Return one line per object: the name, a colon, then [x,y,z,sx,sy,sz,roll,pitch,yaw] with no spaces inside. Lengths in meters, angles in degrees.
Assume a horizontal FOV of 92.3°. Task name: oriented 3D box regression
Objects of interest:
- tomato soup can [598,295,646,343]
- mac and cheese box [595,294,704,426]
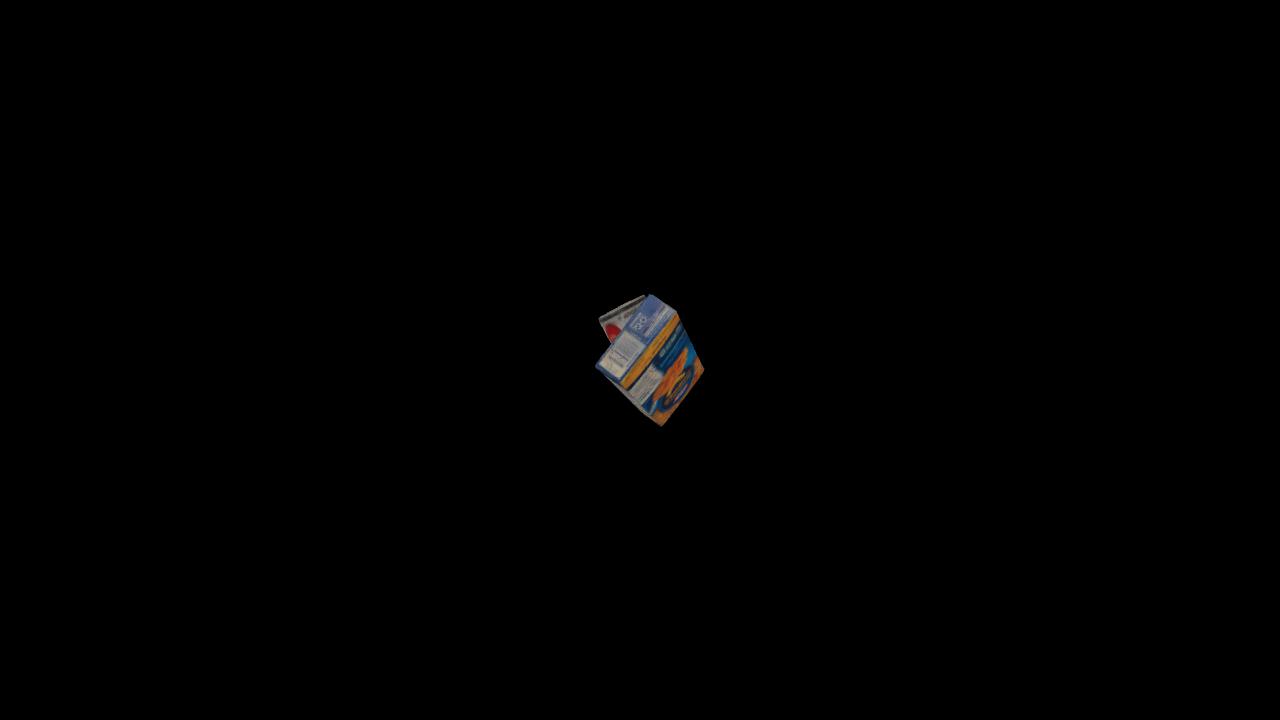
tomato soup can: [0.000,-0.023,0.766,0.068,0.101,0.068,-27,7,3]
mac and cheese box: [0.018,0.008,0.675,0.041,0.093,0.184,33,-7,23]
